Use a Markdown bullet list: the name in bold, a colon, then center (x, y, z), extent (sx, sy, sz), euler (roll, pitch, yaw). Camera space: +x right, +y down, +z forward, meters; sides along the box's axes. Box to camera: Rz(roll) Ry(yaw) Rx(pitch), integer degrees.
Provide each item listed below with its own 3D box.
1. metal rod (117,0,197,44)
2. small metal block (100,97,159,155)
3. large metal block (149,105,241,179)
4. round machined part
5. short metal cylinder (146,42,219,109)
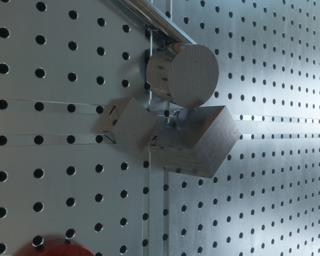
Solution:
- **metal rod**: center (-0.040, -0.161, 0.375), extent (0.301, 0.025, 0.025), euler (30, 71, -36)
- **small metal block**: center (-0.036, -0.003, 0.379), extent (0.050, 0.025, 0.050), euler (43, 64, -32)
- **large metal block**: center (0.047, 0.016, 0.413), extent (0.080, 0.080, 0.050), euler (-49, 119, -29)
- **round machined part**: center (-0.102, 0.168, 0.313), extent (0.099, 0.042, 0.097), euler (0, 90, -40)
- **short metal cylinder**: center (0.029, -0.070, 0.404), extent (0.081, 0.050, 0.079), euler (-12, 112, -31)
